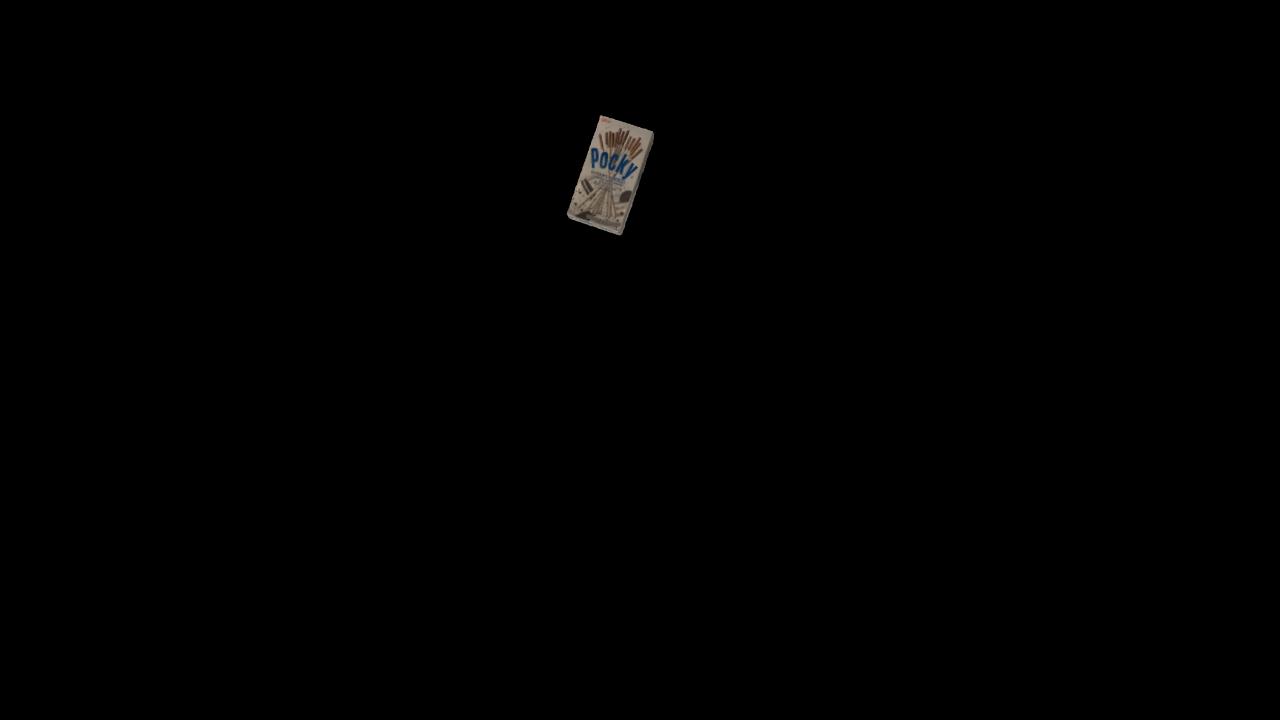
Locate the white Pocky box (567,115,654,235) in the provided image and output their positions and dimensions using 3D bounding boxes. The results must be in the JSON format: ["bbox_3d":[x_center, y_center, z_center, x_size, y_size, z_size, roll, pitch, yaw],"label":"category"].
[{"bbox_3d":[-0.042,-0.267,0.891,0.084,0.154,0.028,19,1,4],"label":"white Pocky box"}]
